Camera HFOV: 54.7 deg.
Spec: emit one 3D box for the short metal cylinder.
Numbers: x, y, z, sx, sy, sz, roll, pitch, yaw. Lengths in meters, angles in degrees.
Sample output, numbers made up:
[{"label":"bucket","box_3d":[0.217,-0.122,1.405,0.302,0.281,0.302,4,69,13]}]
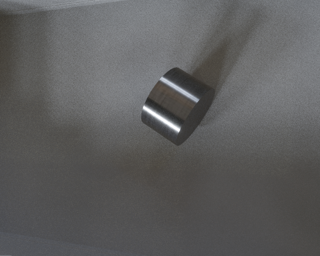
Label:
[{"label":"short metal cylinder","box_3d":[0.022,-0.025,0.373,0.050,0.080,0.080,34,101,16]}]
